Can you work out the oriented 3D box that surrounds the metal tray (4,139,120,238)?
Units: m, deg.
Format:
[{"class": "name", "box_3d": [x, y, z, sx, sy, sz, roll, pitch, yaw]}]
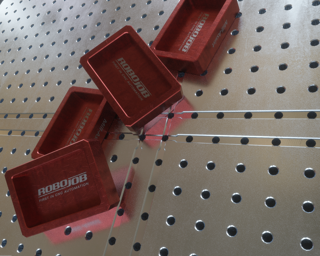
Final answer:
[{"class": "metal tray", "box_3d": [-0.126, 0.076, 0.396, 0.130, 0.030, 0.090, -21, 84, 15]}]

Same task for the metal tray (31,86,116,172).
[{"class": "metal tray", "box_3d": [-0.125, 0.001, 0.467, 0.090, 0.030, 0.130, 11, 67, 32]}]

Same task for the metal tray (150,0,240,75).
[{"class": "metal tray", "box_3d": [0.051, -0.147, 0.467, 0.090, 0.030, 0.130, 19, 72, 35]}]

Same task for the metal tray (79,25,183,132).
[{"class": "metal tray", "box_3d": [-0.041, -0.071, 0.435, 0.090, 0.030, 0.130, -36, 72, -2]}]
